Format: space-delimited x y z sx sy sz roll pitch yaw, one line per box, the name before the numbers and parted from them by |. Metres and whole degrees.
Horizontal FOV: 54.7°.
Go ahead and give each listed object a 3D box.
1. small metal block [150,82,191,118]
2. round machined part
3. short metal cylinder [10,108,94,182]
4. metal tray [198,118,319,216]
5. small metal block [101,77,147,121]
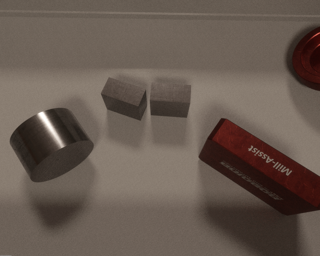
small metal block | 0.013 -0.036 0.410 0.050 0.050 0.025 4 70 1
round machined part | 0.237 -0.091 0.421 0.098 0.042 0.098 -17 57 29
short metal cylinder | -0.128 0.021 0.371 0.080 0.080 0.050 -34 74 -12
metal tray | 0.112 0.048 0.358 0.130 0.090 0.030 33 74 11
small metal block | -0.046 -0.037 0.409 0.050 0.050 0.025 19 71 6
